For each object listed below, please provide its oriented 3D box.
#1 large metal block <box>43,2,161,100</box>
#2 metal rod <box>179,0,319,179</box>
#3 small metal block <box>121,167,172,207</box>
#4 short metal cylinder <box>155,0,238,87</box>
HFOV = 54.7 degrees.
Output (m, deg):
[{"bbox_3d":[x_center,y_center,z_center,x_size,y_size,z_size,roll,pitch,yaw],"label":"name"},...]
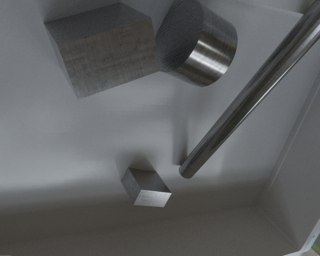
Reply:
[{"bbox_3d":[-0.056,-0.078,0.295,0.081,0.080,0.050,-22,127,-15],"label":"large metal block"},{"bbox_3d":[0.093,-0.020,0.368,0.025,0.025,0.298,-3,146,-28],"label":"metal rod"},{"bbox_3d":[-0.020,0.083,0.435,0.050,0.050,0.025,15,111,-35],"label":"small metal block"},{"bbox_3d":[0.036,-0.091,0.339,0.050,0.080,0.080,17,110,-35],"label":"short metal cylinder"}]
